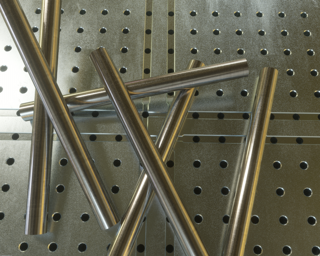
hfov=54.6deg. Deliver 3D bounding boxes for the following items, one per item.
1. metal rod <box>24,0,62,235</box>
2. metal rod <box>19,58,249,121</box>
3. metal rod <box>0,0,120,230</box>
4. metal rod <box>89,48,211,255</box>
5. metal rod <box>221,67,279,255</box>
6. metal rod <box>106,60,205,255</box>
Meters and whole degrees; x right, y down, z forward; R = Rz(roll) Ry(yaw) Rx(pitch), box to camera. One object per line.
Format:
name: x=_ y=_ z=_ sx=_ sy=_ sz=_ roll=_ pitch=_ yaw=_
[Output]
metal rod: x=-0.145 y=-0.023 z=0.390 sx=0.025 sy=0.025 sz=0.299 roll=1 pitch=81 yaw=0
metal rod: x=-0.036 y=-0.050 z=0.411 sx=0.301 sy=0.025 sz=0.025 roll=-11 pitch=70 yaw=3
metal rod: x=-0.122 y=-0.020 z=0.370 sx=0.025 sy=0.025 sz=0.299 roll=-25 pitch=90 yaw=-9
metal rod: x=-0.012 y=0.036 z=0.369 sx=0.025 sy=0.025 sz=0.299 roll=-25 pitch=80 yaw=-9
metal rod: x=0.113 y=0.055 z=0.392 sx=0.025 sy=0.025 sz=0.300 roll=16 pitch=71 yaw=6
metal rod: x=-0.003 y=0.040 z=0.397 sx=0.025 sy=0.025 sz=0.300 roll=21 pitch=71 yaw=7
